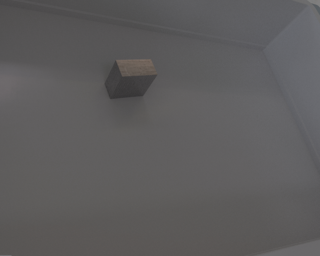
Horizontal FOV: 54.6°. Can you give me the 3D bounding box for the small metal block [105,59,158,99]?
[{"bbox_3d":[-0.039,-0.064,0.407,0.050,0.050,0.025,-9,67,-32],"label":"small metal block"}]
